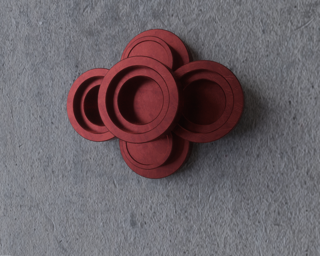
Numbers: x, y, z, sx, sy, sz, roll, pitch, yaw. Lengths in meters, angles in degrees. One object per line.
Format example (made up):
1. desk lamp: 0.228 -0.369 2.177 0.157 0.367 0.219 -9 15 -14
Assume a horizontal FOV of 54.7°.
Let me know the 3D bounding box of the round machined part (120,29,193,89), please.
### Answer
1. round machined part: -0.009 -0.081 0.403 0.098 0.042 0.097 0 90 19

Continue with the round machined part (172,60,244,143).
1. round machined part: 0.054 -0.031 0.381 0.098 0.042 0.097 0 90 19

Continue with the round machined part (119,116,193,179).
1. round machined part: -0.010 0.018 0.403 0.098 0.042 0.097 0 90 19

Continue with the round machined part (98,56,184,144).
1. round machined part: -0.019 -0.031 0.362 0.098 0.042 0.097 0 90 19

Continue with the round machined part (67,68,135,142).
1. round machined part: -0.074 -0.030 0.426 0.098 0.042 0.097 0 90 19
